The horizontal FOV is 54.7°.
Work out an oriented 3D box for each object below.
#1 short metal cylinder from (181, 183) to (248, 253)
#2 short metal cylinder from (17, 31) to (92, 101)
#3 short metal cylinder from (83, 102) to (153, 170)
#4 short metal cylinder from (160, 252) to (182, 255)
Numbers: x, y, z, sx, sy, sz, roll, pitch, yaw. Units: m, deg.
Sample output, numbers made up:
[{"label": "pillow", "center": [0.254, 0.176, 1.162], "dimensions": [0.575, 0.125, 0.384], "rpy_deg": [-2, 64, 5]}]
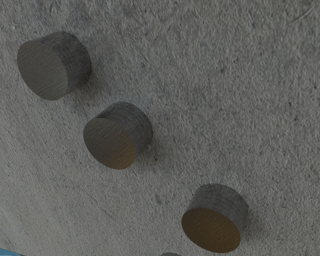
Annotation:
[{"label": "short metal cylinder", "center": [0.076, 0.124, 0.427], "dimensions": [0.080, 0.050, 0.079], "rpy_deg": [13, 124, 21]}, {"label": "short metal cylinder", "center": [-0.140, -0.083, 0.413], "dimensions": [0.080, 0.050, 0.079], "rpy_deg": [13, 124, 21]}, {"label": "short metal cylinder", "center": [-0.057, 0.010, 0.427], "dimensions": [0.080, 0.050, 0.079], "rpy_deg": [13, 124, 21]}, {"label": "short metal cylinder", "center": [0.023, 0.268, 0.544], "dimensions": [0.080, 0.050, 0.079], "rpy_deg": [13, 124, 21]}]
